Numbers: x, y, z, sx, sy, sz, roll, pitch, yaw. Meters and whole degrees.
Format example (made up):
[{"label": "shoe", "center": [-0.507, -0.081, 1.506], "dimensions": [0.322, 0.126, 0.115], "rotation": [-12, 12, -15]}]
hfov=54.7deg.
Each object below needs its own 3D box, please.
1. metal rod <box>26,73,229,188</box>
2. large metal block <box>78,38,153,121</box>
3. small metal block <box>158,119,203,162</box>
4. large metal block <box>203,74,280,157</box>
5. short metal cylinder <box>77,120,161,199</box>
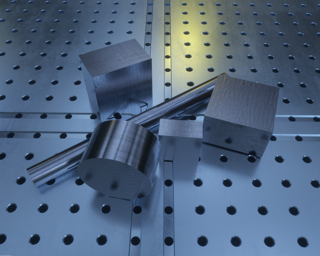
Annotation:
[{"label": "metal rod", "center": [-0.024, -0.007, 0.413], "dimensions": [0.302, 0.025, 0.025], "rotation": [-28, 56, -22]}, {"label": "large metal block", "center": [-0.058, -0.066, 0.428], "dimensions": [0.081, 0.080, 0.050], "rotation": [-23, 54, -18]}, {"label": "small metal block", "center": [0.024, 0.016, 0.378], "dimensions": [0.050, 0.050, 0.025], "rotation": [4, 50, 3]}, {"label": "large metal block", "center": [0.104, -0.018, 0.404], "dimensions": [0.080, 0.050, 0.080], "rotation": [15, 52, 12]}, {"label": "short metal cylinder", "center": [-0.043, 0.036, 0.340], "dimensions": [0.080, 0.080, 0.050], "rotation": [9, 51, 7]}]
